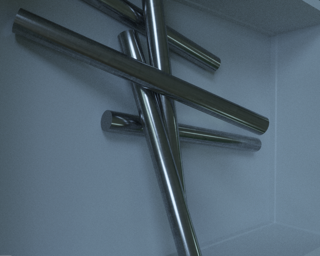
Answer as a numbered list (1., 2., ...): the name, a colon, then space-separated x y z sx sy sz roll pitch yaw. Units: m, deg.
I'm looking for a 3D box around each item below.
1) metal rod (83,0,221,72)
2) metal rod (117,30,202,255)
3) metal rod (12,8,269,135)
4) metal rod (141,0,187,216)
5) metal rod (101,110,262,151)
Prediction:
1. metal rod: -0.029 -0.135 0.381 0.302 0.025 0.025 19 78 -38
2. metal rod: 0.001 0.029 0.352 0.025 0.025 0.299 -9 79 -40
3. metal rod: -0.003 -0.052 0.345 0.302 0.025 0.025 21 76 -20
4. metal rod: 0.006 -0.028 0.377 0.025 0.025 0.298 -12 98 -39
5. metal rod: 0.053 0.011 0.451 0.302 0.025 0.025 9 84 -40
